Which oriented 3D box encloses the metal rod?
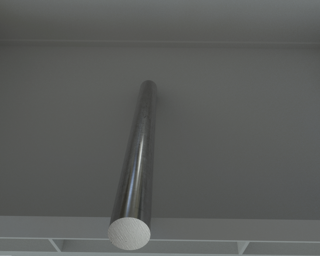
[{"bbox_3d":[-0.017,0.002,0.320,0.025,0.025,0.300,0,24,0],"label":"metal rod"}]
